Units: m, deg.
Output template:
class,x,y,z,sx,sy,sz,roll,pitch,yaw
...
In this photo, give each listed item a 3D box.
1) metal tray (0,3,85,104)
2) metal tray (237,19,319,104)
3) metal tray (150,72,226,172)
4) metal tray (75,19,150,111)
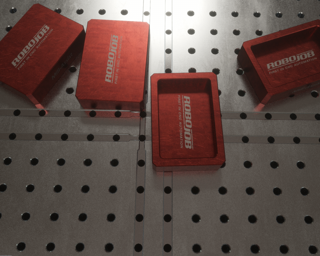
class,x,y,z,sx,sy,sz,roll,pitch,yaw
metal tray,-0.178,-0.109,0.447,0.090,0.030,0.130,29,72,9
metal tray,0.191,-0.097,0.446,0.131,0.030,0.090,-18,71,-7
metal tray,0.034,-0.010,0.413,0.091,0.030,0.130,-1,70,-1
metal tray,-0.063,-0.091,0.442,0.091,0.030,0.130,3,70,0
